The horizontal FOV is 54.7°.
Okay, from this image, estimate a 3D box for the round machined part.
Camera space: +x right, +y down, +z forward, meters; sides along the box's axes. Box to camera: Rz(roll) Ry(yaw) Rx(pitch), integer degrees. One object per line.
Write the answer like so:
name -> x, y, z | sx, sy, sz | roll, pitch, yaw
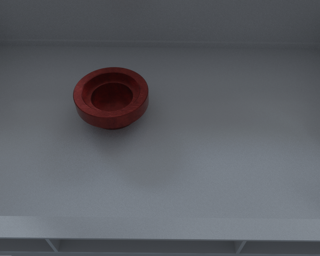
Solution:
round machined part -> -0.065, -0.036, 0.424 | 0.099, 0.042, 0.098 | 0, 50, 0
